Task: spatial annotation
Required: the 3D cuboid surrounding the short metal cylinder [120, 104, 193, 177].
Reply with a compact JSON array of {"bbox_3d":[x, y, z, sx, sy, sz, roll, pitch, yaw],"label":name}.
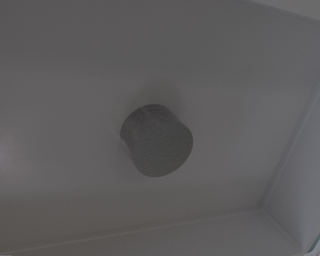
[{"bbox_3d":[-0.005,0.016,0.399,0.081,0.050,0.080,-14,124,-21],"label":"short metal cylinder"}]
